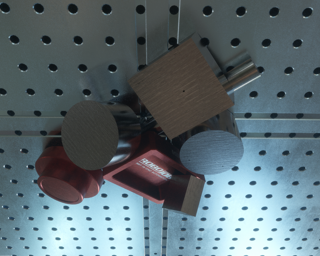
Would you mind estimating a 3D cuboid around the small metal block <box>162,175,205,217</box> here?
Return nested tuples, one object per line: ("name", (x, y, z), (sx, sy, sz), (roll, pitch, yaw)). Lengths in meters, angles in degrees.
("small metal block", (0.033, 0.094, 0.437), (0.025, 0.050, 0.050), (27, 160, -23))

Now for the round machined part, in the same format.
("round machined part", (-0.134, 0.074, 0.445), (0.098, 0.042, 0.097), (11, 137, 11))

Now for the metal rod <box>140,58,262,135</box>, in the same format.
("metal rod", (-0.009, -0.001, 0.413), (0.300, 0.025, 0.025), (-30, 124, 23))

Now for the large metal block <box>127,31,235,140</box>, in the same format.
("large metal block", (0.025, -0.046, 0.341), (0.080, 0.050, 0.080), (-30, 105, 23))

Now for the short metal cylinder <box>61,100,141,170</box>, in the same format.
("short metal cylinder", (-0.070, 0.007, 0.373), (0.080, 0.050, 0.079), (2, 94, 25))

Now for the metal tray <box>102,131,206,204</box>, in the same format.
("metal tray", (-0.006, 0.062, 0.442), (0.090, 0.030, 0.130), (-30, 137, 23))

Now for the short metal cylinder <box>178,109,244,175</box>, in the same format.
("short metal cylinder", (0.065, 0.017, 0.409), (0.081, 0.050, 0.079), (0, 130, 0))
